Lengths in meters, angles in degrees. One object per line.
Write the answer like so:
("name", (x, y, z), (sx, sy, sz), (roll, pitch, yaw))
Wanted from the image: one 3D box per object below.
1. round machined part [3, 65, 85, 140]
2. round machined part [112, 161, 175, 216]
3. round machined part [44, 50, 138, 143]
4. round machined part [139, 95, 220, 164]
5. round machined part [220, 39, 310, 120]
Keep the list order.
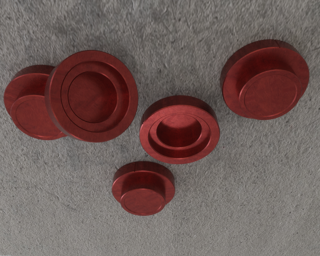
("round machined part", (-0.138, -0.023, 0.375), (0.099, 0.042, 0.097), (0, 130, 0))
("round machined part", (-0.026, 0.100, 0.480), (0.099, 0.042, 0.097), (0, 130, 0))
("round machined part", (-0.077, -0.033, 0.343), (0.098, 0.098, 0.042), (38, 160, -27))
("round machined part", (0.024, -0.002, 0.394), (0.099, 0.042, 0.097), (0, 130, 0))
("round machined part", (0.121, -0.048, 0.356), (0.099, 0.042, 0.097), (0, 130, 0))
